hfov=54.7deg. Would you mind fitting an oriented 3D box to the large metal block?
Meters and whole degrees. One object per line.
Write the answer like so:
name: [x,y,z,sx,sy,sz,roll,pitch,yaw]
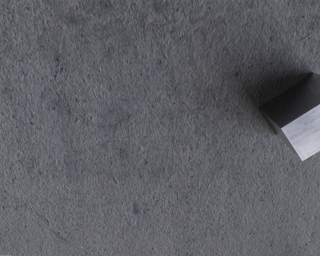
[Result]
large metal block: [0.180,-0.017,0.376,0.080,0.080,0.050,-35,107,12]
